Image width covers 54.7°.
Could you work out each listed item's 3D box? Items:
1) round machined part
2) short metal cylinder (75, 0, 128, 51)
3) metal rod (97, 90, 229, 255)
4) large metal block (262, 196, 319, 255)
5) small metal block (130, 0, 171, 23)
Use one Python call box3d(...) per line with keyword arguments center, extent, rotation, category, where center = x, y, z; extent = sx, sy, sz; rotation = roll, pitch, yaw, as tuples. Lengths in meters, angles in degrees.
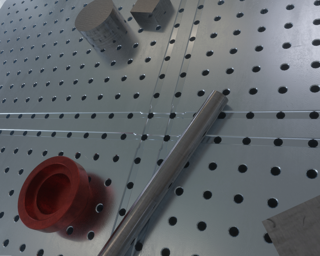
box3d(center=(-0.136, 0.090, 0.413), extent=(0.098, 0.042, 0.098), rotation=(-13, 56, 21), category="round machined part")
box3d(center=(-0.106, -0.189, 0.564), extent=(0.080, 0.050, 0.080), rotation=(-13, 56, 21), category="short metal cylinder")
box3d(center=(-0.010, 0.080, 0.364), extent=(0.025, 0.025, 0.300), rotation=(27, 76, 37), category="metal rod")
box3d(center=(0.136, 0.090, 0.246), extent=(0.080, 0.080, 0.050), rotation=(-29, 52, 10), category="large metal block")
box3d(center=(-0.017, -0.214, 0.549), extent=(0.050, 0.025, 0.050), rotation=(17, 71, 34), category="small metal block")
